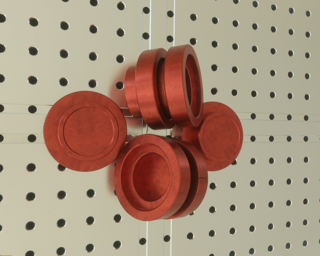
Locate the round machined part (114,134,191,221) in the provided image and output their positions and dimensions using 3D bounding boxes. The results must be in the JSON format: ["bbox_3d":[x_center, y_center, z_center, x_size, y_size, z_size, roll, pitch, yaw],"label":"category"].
[{"bbox_3d":[-0.005,0.058,0.367,0.042,0.098,0.098,13,85,-52],"label":"round machined part"}]

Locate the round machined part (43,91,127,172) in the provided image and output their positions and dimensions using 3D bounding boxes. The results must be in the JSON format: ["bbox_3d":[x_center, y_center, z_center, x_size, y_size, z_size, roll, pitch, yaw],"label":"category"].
[{"bbox_3d":[-0.087,0.004,0.371,0.099,0.042,0.097,0,90,-20],"label":"round machined part"}]

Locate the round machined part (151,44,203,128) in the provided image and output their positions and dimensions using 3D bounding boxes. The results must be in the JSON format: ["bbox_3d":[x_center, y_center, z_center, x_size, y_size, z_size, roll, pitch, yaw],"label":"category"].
[{"bbox_3d":[0.021,-0.048,0.374,0.042,0.098,0.097,-5,92,20],"label":"round machined part"}]

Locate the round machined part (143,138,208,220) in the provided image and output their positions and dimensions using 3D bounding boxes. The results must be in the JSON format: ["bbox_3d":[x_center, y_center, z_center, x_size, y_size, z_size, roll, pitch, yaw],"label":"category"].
[{"bbox_3d":[0.018,0.063,0.390,0.042,0.098,0.098,14,85,-51],"label":"round machined part"}]

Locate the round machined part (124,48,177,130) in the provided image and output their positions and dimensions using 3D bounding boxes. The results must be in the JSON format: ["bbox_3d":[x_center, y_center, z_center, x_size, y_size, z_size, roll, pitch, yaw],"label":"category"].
[{"bbox_3d":[-0.011,-0.046,0.382,0.042,0.098,0.097,-5,92,20],"label":"round machined part"}]

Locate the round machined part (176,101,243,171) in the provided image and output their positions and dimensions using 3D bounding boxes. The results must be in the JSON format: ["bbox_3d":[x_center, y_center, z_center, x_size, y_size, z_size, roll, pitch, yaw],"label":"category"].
[{"bbox_3d":[0.075,0.012,0.431,0.099,0.042,0.097,0,90,-20],"label":"round machined part"}]
